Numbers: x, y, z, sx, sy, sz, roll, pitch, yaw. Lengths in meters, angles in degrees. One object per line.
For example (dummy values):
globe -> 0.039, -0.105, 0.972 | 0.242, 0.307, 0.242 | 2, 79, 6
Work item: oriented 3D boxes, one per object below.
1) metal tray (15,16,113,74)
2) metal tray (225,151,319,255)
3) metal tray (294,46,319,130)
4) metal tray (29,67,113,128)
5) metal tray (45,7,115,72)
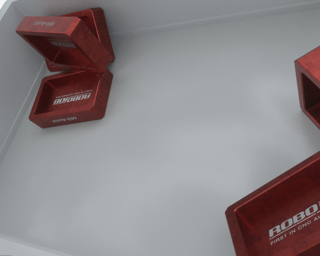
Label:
metal tray -> -0.149, -0.130, 0.482 | 0.130, 0.090, 0.030 | 14, 69, 34
metal tray -> 0.122, 0.070, 0.254 | 0.130, 0.030, 0.090 | -36, 15, 14
metal tray -> 0.175, -0.004, 0.274 | 0.030, 0.090, 0.130 | -32, 52, 8
metal tray -> -0.146, -0.052, 0.511 | 0.130, 0.030, 0.090 | -8, 58, 24
metal tray -> -0.148, -0.149, 0.534 | 0.130, 0.089, 0.030 | -1, 23, 28
